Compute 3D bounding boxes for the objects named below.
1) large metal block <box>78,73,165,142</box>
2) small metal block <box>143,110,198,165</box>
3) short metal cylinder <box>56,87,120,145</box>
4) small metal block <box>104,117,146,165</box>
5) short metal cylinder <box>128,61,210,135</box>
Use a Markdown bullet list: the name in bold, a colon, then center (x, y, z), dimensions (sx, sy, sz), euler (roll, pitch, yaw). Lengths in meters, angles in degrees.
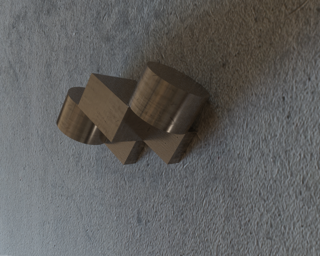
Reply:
- **large metal block**: center (-0.046, -0.026, 0.410), dimensions (0.080, 0.081, 0.050), euler (42, 115, 31)
- **small metal block**: center (0.012, 0.011, 0.397), dimensions (0.050, 0.025, 0.050), euler (43, 116, 31)
- **short metal cylinder**: center (-0.105, -0.019, 0.457), dimensions (0.080, 0.081, 0.050), euler (43, 116, 31)
- **small metal block**: center (-0.048, 0.017, 0.447), dimensions (0.050, 0.025, 0.050), euler (43, 116, 31)
- **short metal cylinder**: center (0.010, -0.036, 0.362), dimensions (0.080, 0.081, 0.050), euler (43, 116, 31)
